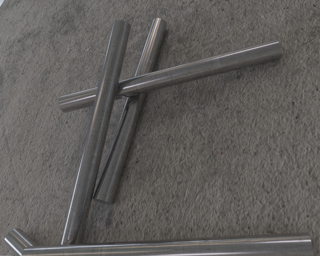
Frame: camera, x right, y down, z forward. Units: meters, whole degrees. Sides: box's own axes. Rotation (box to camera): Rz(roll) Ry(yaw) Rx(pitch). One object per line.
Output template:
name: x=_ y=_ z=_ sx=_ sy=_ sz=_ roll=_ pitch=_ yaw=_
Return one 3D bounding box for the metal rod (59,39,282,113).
metal rod: x=0.005 y=-0.066 z=0.417 sx=0.301 sy=0.025 sz=0.025 roll=-13 pitch=56 yaw=12

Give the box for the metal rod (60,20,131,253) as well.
metal rod: x=-0.080 y=0.004 z=0.396 sx=0.025 sy=0.025 sz=0.299 roll=6 pitch=79 yaw=31

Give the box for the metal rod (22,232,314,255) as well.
metal rod: x=-0.010 y=0.127 z=0.314 sx=0.301 sy=0.025 sz=0.025 roll=-9 pitch=58 yaw=17

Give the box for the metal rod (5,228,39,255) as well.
metal rod: x=-0.081 y=0.188 z=0.331 sx=0.300 sy=0.025 sz=0.025 roll=20 pitch=72 yaw=35

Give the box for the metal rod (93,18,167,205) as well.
metal rod: x=-0.036 y=-0.040 z=0.447 sx=0.025 sy=0.025 sz=0.300 roll=1 pitch=62 yaw=28
